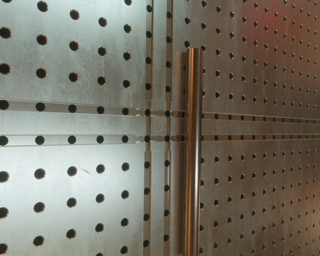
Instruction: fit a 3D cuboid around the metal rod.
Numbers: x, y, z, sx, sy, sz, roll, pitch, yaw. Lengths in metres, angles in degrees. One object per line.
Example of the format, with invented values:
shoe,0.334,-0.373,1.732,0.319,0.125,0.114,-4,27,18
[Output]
metal rod,0.047,0.037,0.446,0.025,0.025,0.298,2,89,-40
